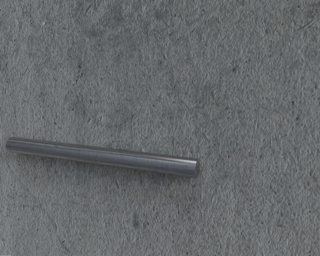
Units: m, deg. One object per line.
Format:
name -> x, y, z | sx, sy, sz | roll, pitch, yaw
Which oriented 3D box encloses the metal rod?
metal rod -> -0.094, 0.039, 0.442 | 0.301, 0.025, 0.025 | 5, 92, 20
